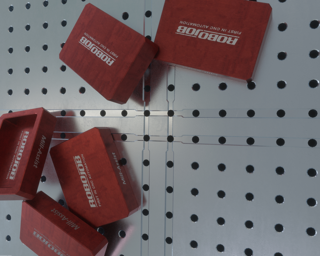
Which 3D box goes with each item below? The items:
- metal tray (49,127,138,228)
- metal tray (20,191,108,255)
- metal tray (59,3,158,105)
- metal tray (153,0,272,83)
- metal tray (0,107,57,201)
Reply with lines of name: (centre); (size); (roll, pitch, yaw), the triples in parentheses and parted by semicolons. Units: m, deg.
metal tray: (-0.096, 0.073, 0.445); (0.090, 0.030, 0.130); (-24, 82, 18)
metal tray: (-0.141, 0.160, 0.443); (0.130, 0.030, 0.089); (29, 122, 17)
metal tray: (-0.074, -0.102, 0.419); (0.130, 0.030, 0.090); (39, 103, 31)
metal tray: (0.062, -0.115, 0.388); (0.130, 0.030, 0.090); (17, 96, 19)
metal tray: (-0.209, 0.037, 0.451); (0.090, 0.030, 0.130); (-7, 61, 24)
